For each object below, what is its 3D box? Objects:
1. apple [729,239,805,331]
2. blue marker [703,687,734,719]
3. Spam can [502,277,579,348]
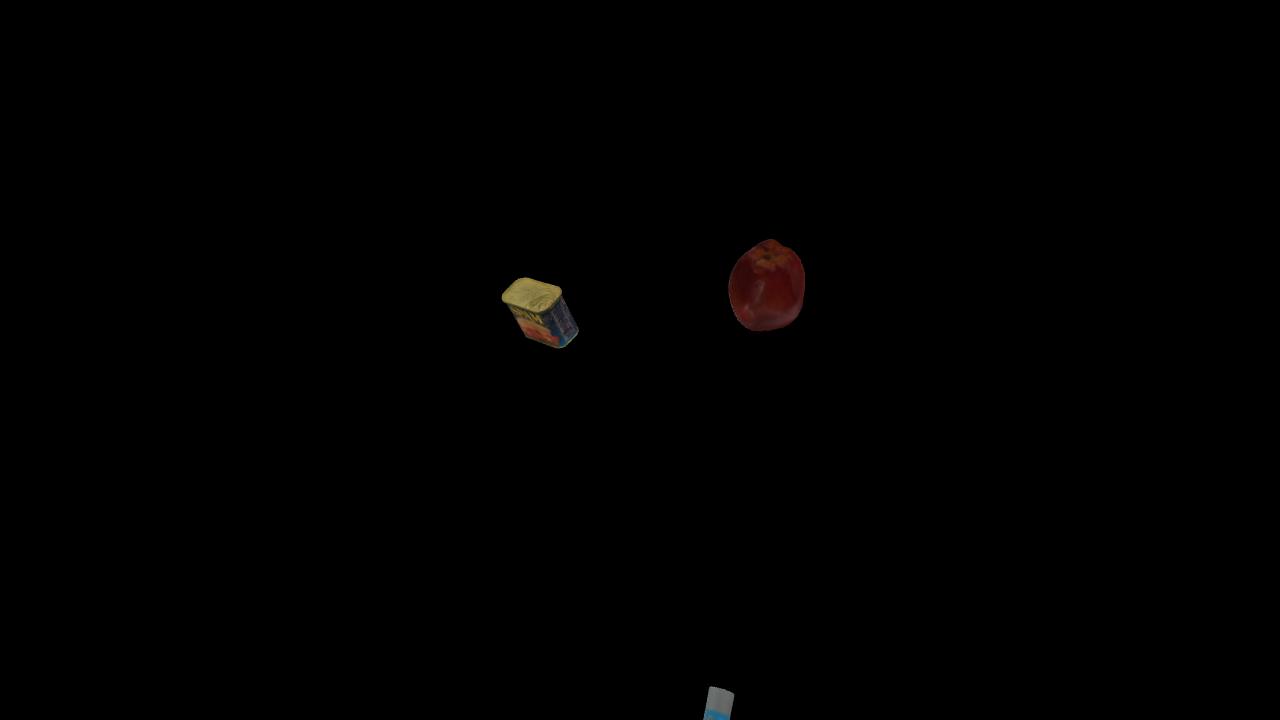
[{"bbox_3d":[0.123,-0.070,0.598,0.079,0.079,0.093,0,-30,5],"label":"apple"},{"bbox_3d":[0.044,0.291,0.419,0.020,0.121,0.020,13,-32,8],"label":"blue marker"},{"bbox_3d":[-0.153,-0.072,0.955,0.101,0.058,0.085,20,-31,34],"label":"Spam can"}]
